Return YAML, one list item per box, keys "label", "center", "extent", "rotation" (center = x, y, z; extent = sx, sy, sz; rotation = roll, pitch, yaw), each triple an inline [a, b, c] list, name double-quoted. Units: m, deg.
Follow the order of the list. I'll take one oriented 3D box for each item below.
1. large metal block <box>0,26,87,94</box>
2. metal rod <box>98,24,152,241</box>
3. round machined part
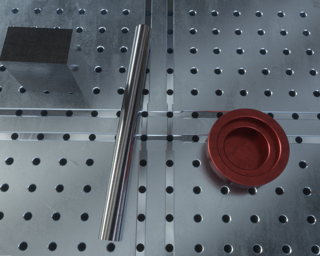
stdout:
- label: "large metal block"
  center: [-0.149, -0.088, 0.413]
  extent: [0.080, 0.080, 0.050]
  rotation: [3, 70, 1]
- label: "metal rod"
  center: [-0.042, -0.008, 0.414]
  extent: [0.025, 0.025, 0.299]
  rotation: [7, 70, 2]
- label: "round machined part"
  center: [0.107, 0.028, 0.393]
  extent: [0.099, 0.042, 0.098]
  rotation: [0, 70, 0]
